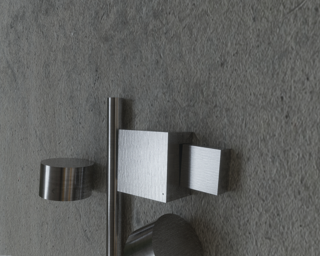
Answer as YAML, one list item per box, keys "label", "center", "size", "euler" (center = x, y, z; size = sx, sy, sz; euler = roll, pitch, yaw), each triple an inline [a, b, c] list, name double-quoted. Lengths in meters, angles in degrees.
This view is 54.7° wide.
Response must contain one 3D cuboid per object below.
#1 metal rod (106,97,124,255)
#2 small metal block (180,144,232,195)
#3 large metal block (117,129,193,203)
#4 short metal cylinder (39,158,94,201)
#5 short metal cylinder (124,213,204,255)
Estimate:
- label: "metal rod"
  center: [-0.066, 0.105, 0.457]
  size: [0.025, 0.025, 0.298]
  euler: [1, 90, 39]
- label: "small metal block"
  center: [0.053, 0.046, 0.360]
  size: [0.050, 0.025, 0.050]
  euler: [7, 94, 39]
- label: "large metal block"
  center: [-0.007, 0.043, 0.393]
  size: [0.080, 0.050, 0.079]
  euler: [3, 92, 39]
- label: "short metal cylinder"
  center: [-0.146, 0.078, 0.487]
  size: [0.080, 0.081, 0.050]
  euler: [7, 95, 39]
- label: "short metal cylinder"
  center: [0.005, 0.148, 0.363]
  size: [0.050, 0.081, 0.080]
  euler: [-39, 67, 33]
